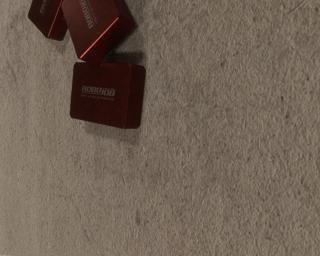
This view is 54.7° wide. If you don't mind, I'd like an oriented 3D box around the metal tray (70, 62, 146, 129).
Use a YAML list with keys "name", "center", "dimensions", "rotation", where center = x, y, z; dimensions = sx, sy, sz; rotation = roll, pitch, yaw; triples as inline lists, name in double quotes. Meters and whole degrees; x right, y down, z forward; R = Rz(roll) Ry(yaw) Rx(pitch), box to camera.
- name: "metal tray"
  center: [-0.083, -0.052, 0.468]
  dimensions: [0.130, 0.030, 0.089]
  rotation: [11, 97, 39]

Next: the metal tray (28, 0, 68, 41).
- name: "metal tray"
  center: [-0.184, -0.234, 0.550]
  dimensions: [0.090, 0.030, 0.129]
  rotation: [46, 117, 30]

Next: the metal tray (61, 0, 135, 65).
- name: "metal tray"
  center: [-0.096, -0.169, 0.457]
  dimensions: [0.090, 0.030, 0.130]
  rotation: [-38, 58, 24]
